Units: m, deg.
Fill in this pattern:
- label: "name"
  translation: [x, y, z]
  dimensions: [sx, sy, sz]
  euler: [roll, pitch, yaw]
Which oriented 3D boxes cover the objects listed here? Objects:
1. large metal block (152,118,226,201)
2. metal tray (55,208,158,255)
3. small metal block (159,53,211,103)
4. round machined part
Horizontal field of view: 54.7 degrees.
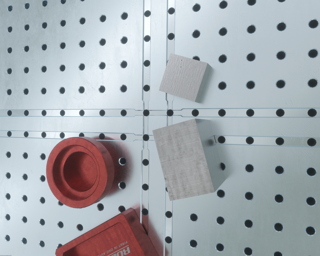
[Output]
- label: "large metal block"
  translation: [0.038, 0.034, 0.370]
  dimensions: [0.050, 0.080, 0.080]
  euler: [-16, 85, 19]
- label: "metal tray"
  translation: [-0.075, 0.183, 0.436]
  dimensions: [0.130, 0.030, 0.090]
  euler: [-32, 80, 17]
- label: "small metal block"
  translation: [0.033, -0.064, 0.401]
  dimensions: [0.050, 0.025, 0.050]
  euler: [20, 97, 18]
- label: "round machined part"
  translation: [-0.109, 0.061, 0.442]
  dimensions: [0.098, 0.042, 0.097]
  euler: [0, 90, 20]
